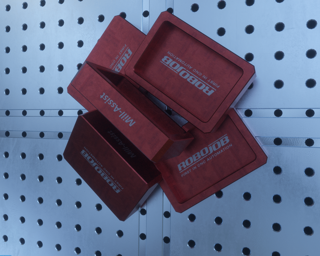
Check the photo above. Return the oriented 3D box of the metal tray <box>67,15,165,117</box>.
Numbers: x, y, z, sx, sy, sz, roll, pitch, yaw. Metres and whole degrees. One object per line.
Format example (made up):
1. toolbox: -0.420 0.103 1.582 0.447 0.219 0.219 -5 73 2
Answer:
1. metal tray: -0.058 -0.076 0.428 0.090 0.030 0.130 40 102 15

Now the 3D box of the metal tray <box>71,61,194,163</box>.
1. metal tray: -0.028 -0.019 0.354 0.130 0.090 0.030 42 103 14

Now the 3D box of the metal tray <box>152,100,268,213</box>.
1. metal tray: 0.055 0.036 0.389 0.130 0.030 0.090 -35 79 16

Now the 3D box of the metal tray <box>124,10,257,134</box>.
1. metal tray: 0.034 -0.065 0.365 0.130 0.030 0.090 38 102 15

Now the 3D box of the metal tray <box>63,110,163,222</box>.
1. metal tray: -0.068 0.050 0.413 0.130 0.030 0.089 44 129 14
